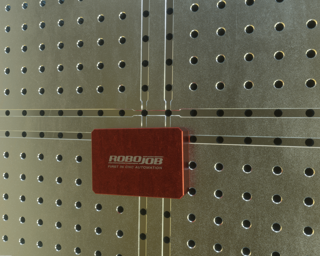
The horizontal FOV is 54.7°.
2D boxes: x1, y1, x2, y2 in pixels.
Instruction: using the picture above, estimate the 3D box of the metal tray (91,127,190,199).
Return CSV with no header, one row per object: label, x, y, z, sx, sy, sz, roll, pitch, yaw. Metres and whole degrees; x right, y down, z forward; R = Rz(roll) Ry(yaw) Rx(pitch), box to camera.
metal tray,-0.028,0.045,0.419,0.130,0.030,0.089,-1,90,19
